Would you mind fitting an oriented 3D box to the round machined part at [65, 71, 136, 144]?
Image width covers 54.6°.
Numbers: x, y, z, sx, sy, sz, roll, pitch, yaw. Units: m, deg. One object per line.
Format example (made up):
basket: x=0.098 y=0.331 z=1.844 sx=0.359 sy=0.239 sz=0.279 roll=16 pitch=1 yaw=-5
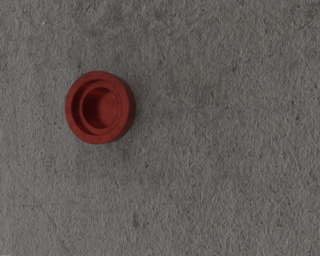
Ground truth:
round machined part: x=-0.078 y=-0.027 z=0.428 sx=0.098 sy=0.042 sz=0.097 roll=0 pitch=90 yaw=20
